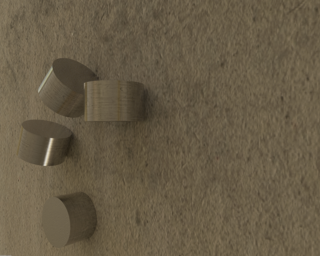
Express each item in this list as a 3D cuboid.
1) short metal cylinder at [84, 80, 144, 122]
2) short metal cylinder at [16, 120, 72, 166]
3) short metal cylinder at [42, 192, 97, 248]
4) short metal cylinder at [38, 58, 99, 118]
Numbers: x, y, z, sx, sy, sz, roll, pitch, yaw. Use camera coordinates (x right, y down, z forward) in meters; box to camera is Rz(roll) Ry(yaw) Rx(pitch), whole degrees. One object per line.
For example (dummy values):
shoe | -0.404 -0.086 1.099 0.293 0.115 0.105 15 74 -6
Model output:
short metal cylinder | -0.062 -0.034 0.418 0.080 0.081 0.050 0 90 39
short metal cylinder | -0.198 0.024 0.529 0.080 0.081 0.050 29 108 36
short metal cylinder | -0.149 0.149 0.509 0.080 0.050 0.079 0 90 39
short metal cylinder | -0.139 -0.062 0.481 0.050 0.081 0.080 -47 62 30
